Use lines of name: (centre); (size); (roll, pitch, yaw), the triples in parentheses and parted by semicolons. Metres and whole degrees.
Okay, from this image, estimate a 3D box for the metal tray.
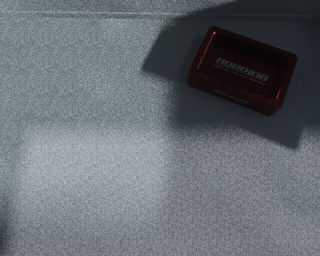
metal tray: (0.115, -0.082, 0.437); (0.130, 0.030, 0.090); (22, 71, 8)
